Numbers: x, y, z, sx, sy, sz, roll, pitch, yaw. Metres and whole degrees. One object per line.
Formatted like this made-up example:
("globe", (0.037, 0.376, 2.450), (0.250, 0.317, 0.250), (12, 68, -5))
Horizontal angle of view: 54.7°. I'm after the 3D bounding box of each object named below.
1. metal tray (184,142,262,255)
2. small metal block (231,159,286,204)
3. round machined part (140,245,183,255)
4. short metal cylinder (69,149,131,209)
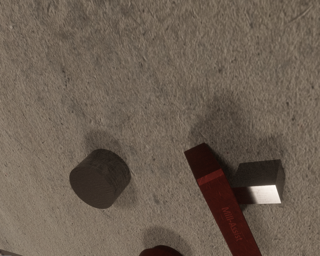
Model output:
("metal tray", (0.075, 0.091, 0.379), (0.030, 0.090, 0.129), (-26, 108, 3))
("small metal block", (0.118, 0.064, 0.368), (0.050, 0.050, 0.025), (-11, 113, 32))
("round machined part", (0.008, 0.246, 0.542), (0.098, 0.042, 0.097), (13, 124, 20))
("short metal cylinder", (-0.094, 0.080, 0.487), (0.080, 0.050, 0.079), (13, 124, 20))
